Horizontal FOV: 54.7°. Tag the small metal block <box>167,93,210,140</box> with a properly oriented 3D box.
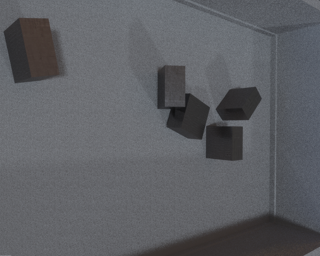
[{"bbox_3d":[0.041,-0.016,0.437,0.050,0.025,0.050,28,72,-44],"label":"small metal block"}]

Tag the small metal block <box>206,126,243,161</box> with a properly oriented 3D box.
[{"bbox_3d":[0.097,0.022,0.472,0.025,0.050,0.050,1,90,-40],"label":"small metal block"}]

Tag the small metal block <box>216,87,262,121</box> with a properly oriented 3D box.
[{"bbox_3d":[0.126,-0.038,0.496,0.050,0.050,0.025,-51,121,-28],"label":"small metal block"}]

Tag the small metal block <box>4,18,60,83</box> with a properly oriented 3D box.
[{"bbox_3d":[-0.121,-0.070,0.289,0.025,0.050,0.050,-15,100,-39],"label":"small metal block"}]

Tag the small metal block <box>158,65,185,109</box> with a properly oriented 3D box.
[{"bbox_3d":[0.014,-0.050,0.398,0.025,0.050,0.050,0,90,-11],"label":"small metal block"}]
